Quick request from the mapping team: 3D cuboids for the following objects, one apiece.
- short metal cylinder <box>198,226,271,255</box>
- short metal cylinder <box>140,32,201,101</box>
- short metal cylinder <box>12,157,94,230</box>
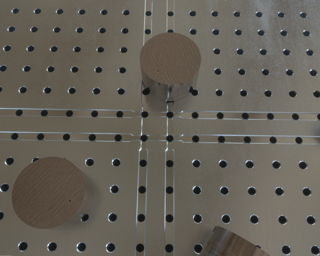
[{"bbox_3d":[0.082,0.148,0.329,0.080,0.080,0.050,31,73,10],"label":"short metal cylinder"},{"bbox_3d":[0.014,-0.084,0.429,0.081,0.050,0.080,0,70,0],"label":"short metal cylinder"},{"bbox_3d":[-0.124,0.079,0.369,0.081,0.050,0.080,0,70,0],"label":"short metal cylinder"}]
